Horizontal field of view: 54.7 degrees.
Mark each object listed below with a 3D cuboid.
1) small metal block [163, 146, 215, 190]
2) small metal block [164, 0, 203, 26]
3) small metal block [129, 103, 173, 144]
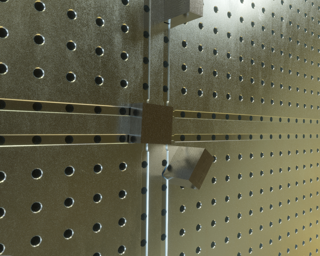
[{"bbox_3d":[0.039,0.054,0.428,0.025,0.050,0.050,46,63,-31],"label":"small metal block"},{"bbox_3d":[0.032,-0.173,0.421,0.025,0.050,0.050,3,89,-40],"label":"small metal block"},{"bbox_3d":[-0.011,-0.005,0.402,0.050,0.025,0.050,5,87,-40],"label":"small metal block"}]
